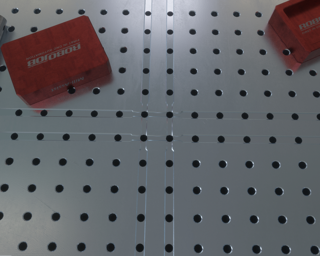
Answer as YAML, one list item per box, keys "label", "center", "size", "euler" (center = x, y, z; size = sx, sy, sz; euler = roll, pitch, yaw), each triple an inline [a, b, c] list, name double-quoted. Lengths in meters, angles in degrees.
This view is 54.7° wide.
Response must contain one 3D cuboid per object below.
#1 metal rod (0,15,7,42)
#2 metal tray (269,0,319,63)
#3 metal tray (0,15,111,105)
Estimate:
- label: "metal rod"
  center: [-0.265, -0.027, 0.419]
  size: [0.025, 0.025, 0.299]
  euler: [7, 70, 2]
- label: "metal tray"
  center: [0.247, -0.164, 0.470]
  size: [0.131, 0.030, 0.090]
  euler: [-24, 72, -9]
- label: "metal tray"
  center: [-0.147, -0.099, 0.444]
  size: [0.131, 0.030, 0.090]
  euler: [-24, 72, -9]
